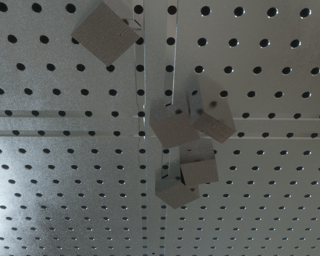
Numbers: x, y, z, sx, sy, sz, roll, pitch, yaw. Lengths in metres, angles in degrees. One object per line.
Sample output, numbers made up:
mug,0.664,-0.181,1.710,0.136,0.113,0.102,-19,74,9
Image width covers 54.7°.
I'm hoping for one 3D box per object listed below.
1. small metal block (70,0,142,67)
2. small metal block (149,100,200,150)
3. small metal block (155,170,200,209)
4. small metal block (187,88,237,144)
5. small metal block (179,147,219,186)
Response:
small metal block,-0.055,-0.101,0.325,0.050,0.025,0.050,-36,122,26
small metal block,0.020,-0.003,0.409,0.050,0.025,0.050,-19,128,15
small metal block,0.028,0.100,0.497,0.050,0.025,0.050,-31,124,24
small metal block,0.063,-0.015,0.383,0.050,0.050,0.025,28,124,-22
small metal block,0.059,0.058,0.462,0.050,0.025,0.050,-10,130,7
